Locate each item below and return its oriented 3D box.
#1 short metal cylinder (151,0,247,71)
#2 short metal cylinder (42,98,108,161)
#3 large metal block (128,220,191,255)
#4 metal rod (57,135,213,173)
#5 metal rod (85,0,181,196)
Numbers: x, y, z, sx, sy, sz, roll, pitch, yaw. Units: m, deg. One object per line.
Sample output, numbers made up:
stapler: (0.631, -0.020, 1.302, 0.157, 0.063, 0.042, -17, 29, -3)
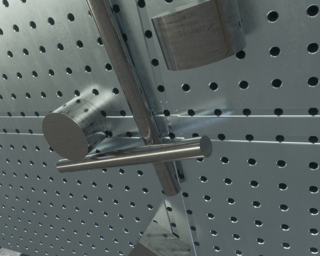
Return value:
short metal cylinder: (0.037, -0.094, 0.298, 0.080, 0.080, 0.050, -6, 115, 31)
short metal cylinder: (-0.126, 0.002, 0.463, 0.080, 0.050, 0.079, 13, 124, 21)
large metal block: (-0.006, 0.219, 0.533, 0.080, 0.050, 0.079, 34, 129, 6)
metal rod: (-0.059, 0.044, 0.444, 0.300, 0.025, 0.025, -12, 113, 41)
metal rod: (-0.030, -0.037, 0.404, 0.025, 0.025, 0.298, -7, 115, 31)
